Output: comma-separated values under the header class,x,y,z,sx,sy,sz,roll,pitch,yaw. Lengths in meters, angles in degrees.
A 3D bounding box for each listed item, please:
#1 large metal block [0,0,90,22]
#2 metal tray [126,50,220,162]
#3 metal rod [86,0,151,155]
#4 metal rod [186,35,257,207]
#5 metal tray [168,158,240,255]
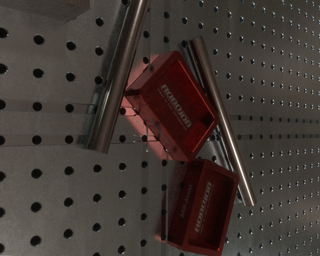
class,x,y,z,sx,sy,sz,roll,pitch,yaw
large metal block,-0.116,-0.157,0.297,0.081,0.050,0.079,0,90,-40
metal tray,0.023,-0.028,0.427,0.090,0.030,0.130,-52,121,-28
metal rod,-0.036,-0.115,0.380,0.025,0.025,0.299,23,75,-38
metal rod,0.105,-0.001,0.499,0.025,0.025,0.299,-36,112,-34
metal tray,0.069,0.120,0.466,0.090,0.030,0.130,28,72,-37
